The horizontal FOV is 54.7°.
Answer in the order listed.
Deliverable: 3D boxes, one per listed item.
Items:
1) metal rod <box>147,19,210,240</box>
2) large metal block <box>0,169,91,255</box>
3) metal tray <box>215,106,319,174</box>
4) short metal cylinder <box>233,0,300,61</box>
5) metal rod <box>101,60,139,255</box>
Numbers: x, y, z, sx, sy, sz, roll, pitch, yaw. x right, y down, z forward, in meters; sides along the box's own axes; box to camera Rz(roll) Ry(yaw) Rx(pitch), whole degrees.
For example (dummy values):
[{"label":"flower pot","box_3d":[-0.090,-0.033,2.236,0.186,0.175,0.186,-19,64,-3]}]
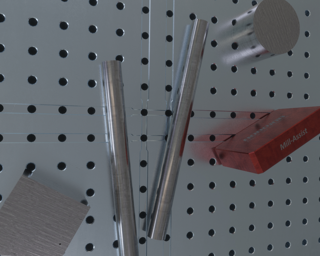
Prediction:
[{"label":"metal rod","box_3d":[0.026,-0.001,0.422,0.025,0.025,0.298,14,85,-20]},{"label":"large metal block","box_3d":[-0.138,0.102,0.349,0.080,0.050,0.080,32,80,-17]},{"label":"metal tray","box_3d":[0.154,0.013,0.434,0.131,0.090,0.030,-29,100,-18]},{"label":"short metal cylinder","box_3d":[0.156,-0.143,0.456,0.081,0.050,0.079,0,90,-20]},{"label":"metal rod","box_3d":[-0.048,0.066,0.394,0.025,0.025,0.298,-6,92,-20]}]
